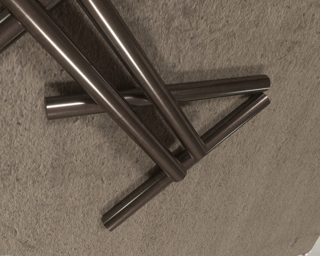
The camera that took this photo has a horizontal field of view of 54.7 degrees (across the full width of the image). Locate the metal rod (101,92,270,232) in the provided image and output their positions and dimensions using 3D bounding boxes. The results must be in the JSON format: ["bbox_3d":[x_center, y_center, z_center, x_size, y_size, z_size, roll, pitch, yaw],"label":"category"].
[{"bbox_3d":[0.040,0.048,0.459,0.301,0.025,0.025,-38,130,-3],"label":"metal rod"}]

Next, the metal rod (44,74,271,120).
[{"bbox_3d":[0.016,-0.043,0.390,0.303,0.025,0.025,-9,123,-24],"label":"metal rod"}]

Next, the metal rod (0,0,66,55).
[{"bbox_3d":[-0.092,-0.126,0.278,0.300,0.025,0.025,-40,130,-1],"label":"metal rod"}]

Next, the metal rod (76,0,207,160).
[{"bbox_3d":[-0.017,-0.058,0.328,0.025,0.025,0.300,-39,130,-2],"label":"metal rod"}]

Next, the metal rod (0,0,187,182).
[{"bbox_3d":[-0.048,-0.024,0.332,0.025,0.025,0.300,-41,130,-1],"label":"metal rod"}]
